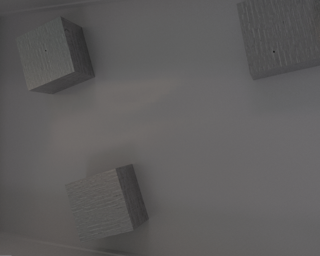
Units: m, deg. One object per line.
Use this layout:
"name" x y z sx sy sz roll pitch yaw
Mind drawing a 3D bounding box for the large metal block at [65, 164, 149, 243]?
"large metal block" -0.072 0.101 0.422 0.080 0.050 0.080 -19 84 19

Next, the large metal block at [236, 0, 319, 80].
"large metal block" 0.137 -0.105 0.348 0.080 0.050 0.080 -11 86 20

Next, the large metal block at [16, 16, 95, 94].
"large metal block" -0.151 -0.102 0.451 0.080 0.050 0.080 -18 84 19
